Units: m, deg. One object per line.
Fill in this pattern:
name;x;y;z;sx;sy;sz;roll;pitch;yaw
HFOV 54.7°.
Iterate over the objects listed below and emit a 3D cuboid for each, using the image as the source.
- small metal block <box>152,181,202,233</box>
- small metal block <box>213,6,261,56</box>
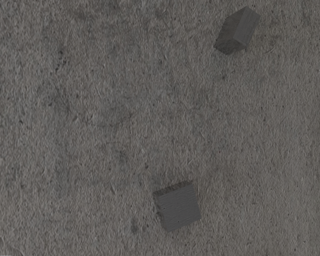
small metal block;0.023;0.105;0.417;0.050;0.025;0.050;-17;96;-19
small metal block;0.107;-0.135;0.435;0.025;0.050;0.050;27;81;-18
